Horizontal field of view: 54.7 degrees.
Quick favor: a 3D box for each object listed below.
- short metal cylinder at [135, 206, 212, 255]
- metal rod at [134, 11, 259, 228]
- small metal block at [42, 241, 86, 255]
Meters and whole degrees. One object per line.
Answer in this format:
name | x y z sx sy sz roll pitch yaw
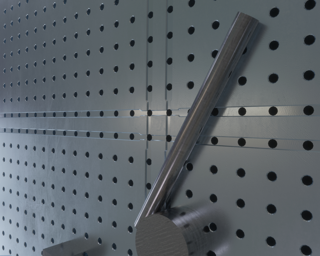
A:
short metal cylinder | 0.016 0.141 0.380 0.080 0.050 0.079 0 90 40
metal rod | 0.035 0.008 0.380 0.025 0.025 0.298 38 113 33
small metal block | -0.164 0.220 0.529 0.050 0.050 0.025 9 96 39
